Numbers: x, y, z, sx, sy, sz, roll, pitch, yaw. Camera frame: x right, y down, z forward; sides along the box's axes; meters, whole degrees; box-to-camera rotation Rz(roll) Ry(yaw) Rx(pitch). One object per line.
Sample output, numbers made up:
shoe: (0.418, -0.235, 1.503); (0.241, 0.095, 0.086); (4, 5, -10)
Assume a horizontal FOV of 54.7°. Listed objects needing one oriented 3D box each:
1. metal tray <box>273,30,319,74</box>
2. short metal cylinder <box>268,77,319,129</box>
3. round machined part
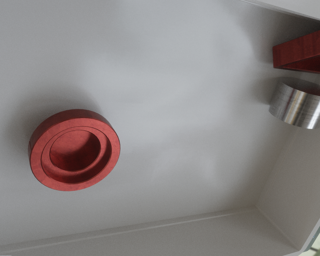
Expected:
metal tray: (0.236, -0.103, 0.433); (0.131, 0.090, 0.030); (0, 87, -29)
short metal cylinder: (0.212, -0.040, 0.467); (0.081, 0.080, 0.050); (-3, 120, -28)
round machined part: (-0.100, 0.021, 0.358); (0.099, 0.042, 0.097); (-14, 125, -21)
